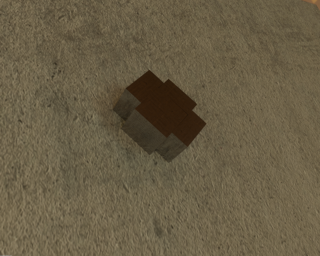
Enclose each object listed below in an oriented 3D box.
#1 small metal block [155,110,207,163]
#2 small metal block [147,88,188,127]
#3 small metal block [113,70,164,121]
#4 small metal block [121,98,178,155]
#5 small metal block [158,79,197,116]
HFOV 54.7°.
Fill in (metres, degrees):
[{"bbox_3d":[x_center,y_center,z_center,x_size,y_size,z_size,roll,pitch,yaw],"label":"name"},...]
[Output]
[{"bbox_3d":[0.026,0.011,0.397,0.025,0.050,0.050,43,51,1],"label":"small metal block"},{"bbox_3d":[-0.001,-0.015,0.399,0.050,0.050,0.025,43,51,0],"label":"small metal block"},{"bbox_3d":[-0.028,-0.041,0.399,0.025,0.050,0.050,43,51,1],"label":"small metal block"},{"bbox_3d":[-0.014,-0.001,0.383,0.050,0.050,0.025,43,51,0],"label":"small metal block"},{"bbox_3d":[0.013,-0.029,0.415,0.050,0.050,0.025,42,51,0],"label":"small metal block"}]
